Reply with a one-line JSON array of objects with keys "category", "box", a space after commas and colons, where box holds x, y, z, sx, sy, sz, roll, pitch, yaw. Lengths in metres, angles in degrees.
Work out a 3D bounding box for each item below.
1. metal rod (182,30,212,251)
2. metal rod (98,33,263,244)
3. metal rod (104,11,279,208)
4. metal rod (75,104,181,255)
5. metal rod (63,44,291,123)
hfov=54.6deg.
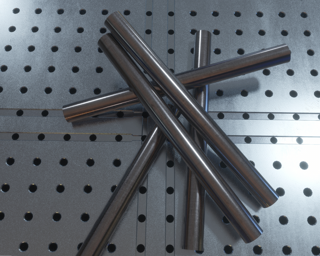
[{"category": "metal rod", "box": [0.051, 0.002, 0.411, 0.025, 0.025, 0.299, 5, 70, 2]}, {"category": "metal rod", "box": [0.018, 0.005, 0.376, 0.025, 0.025, 0.300, -35, 80, -12]}, {"category": "metal rod", "box": [0.038, -0.024, 0.384, 0.025, 0.025, 0.300, -40, 89, -13]}, {"category": "metal rod", "box": [-0.054, 0.098, 0.375, 0.025, 0.025, 0.300, 27, 72, 9]}, {"category": "metal rod", "box": [0.019, -0.058, 0.411, 0.301, 0.025, 0.025, -15, 71, 3]}]
